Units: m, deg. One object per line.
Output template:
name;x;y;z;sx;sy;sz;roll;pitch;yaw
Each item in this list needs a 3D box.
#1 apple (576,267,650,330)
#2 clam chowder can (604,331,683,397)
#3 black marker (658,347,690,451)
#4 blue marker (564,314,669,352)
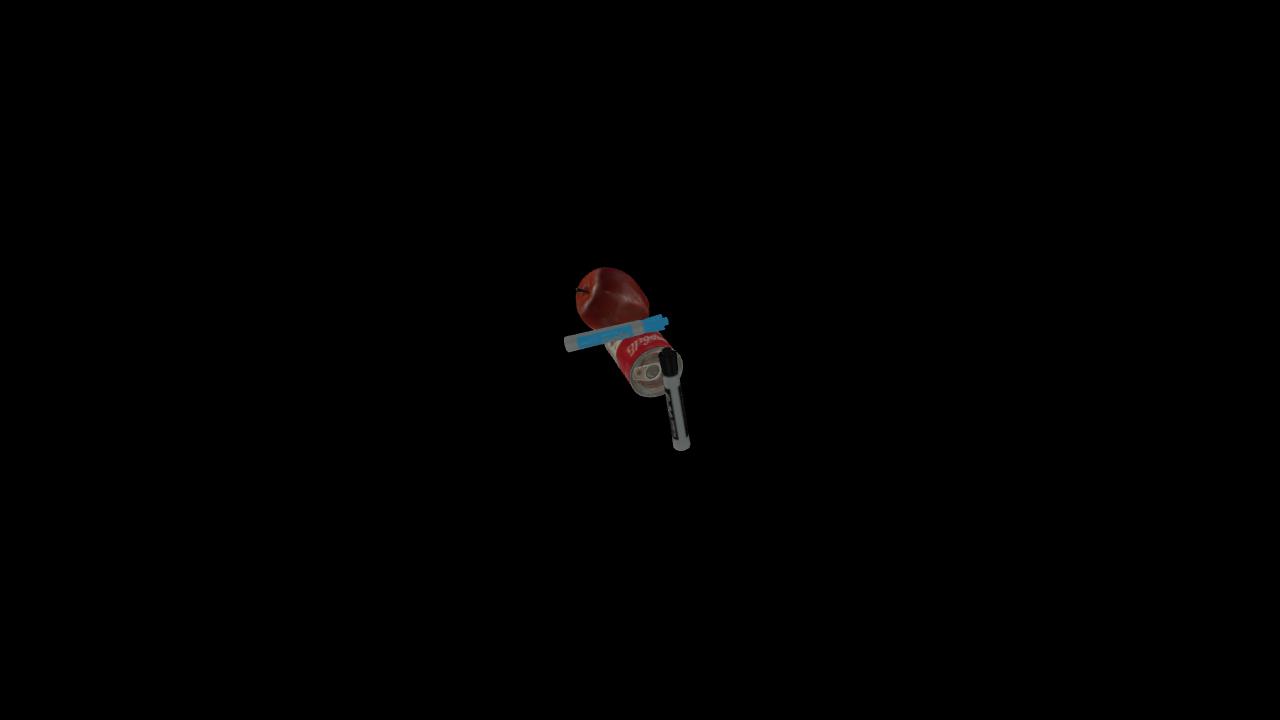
apple;-0.034;-0.069;0.738;0.093;0.079;0.079;23;-10;-25
clam chowder can;0.001;-0.009;0.753;0.068;0.068;0.102;0;28;-24
black marker;0.036;0.041;0.638;0.020;0.121;0.020;-8;29;4
blue marker;-0.027;-0.031;0.702;0.121;0.020;0.020;-13;-2;7
